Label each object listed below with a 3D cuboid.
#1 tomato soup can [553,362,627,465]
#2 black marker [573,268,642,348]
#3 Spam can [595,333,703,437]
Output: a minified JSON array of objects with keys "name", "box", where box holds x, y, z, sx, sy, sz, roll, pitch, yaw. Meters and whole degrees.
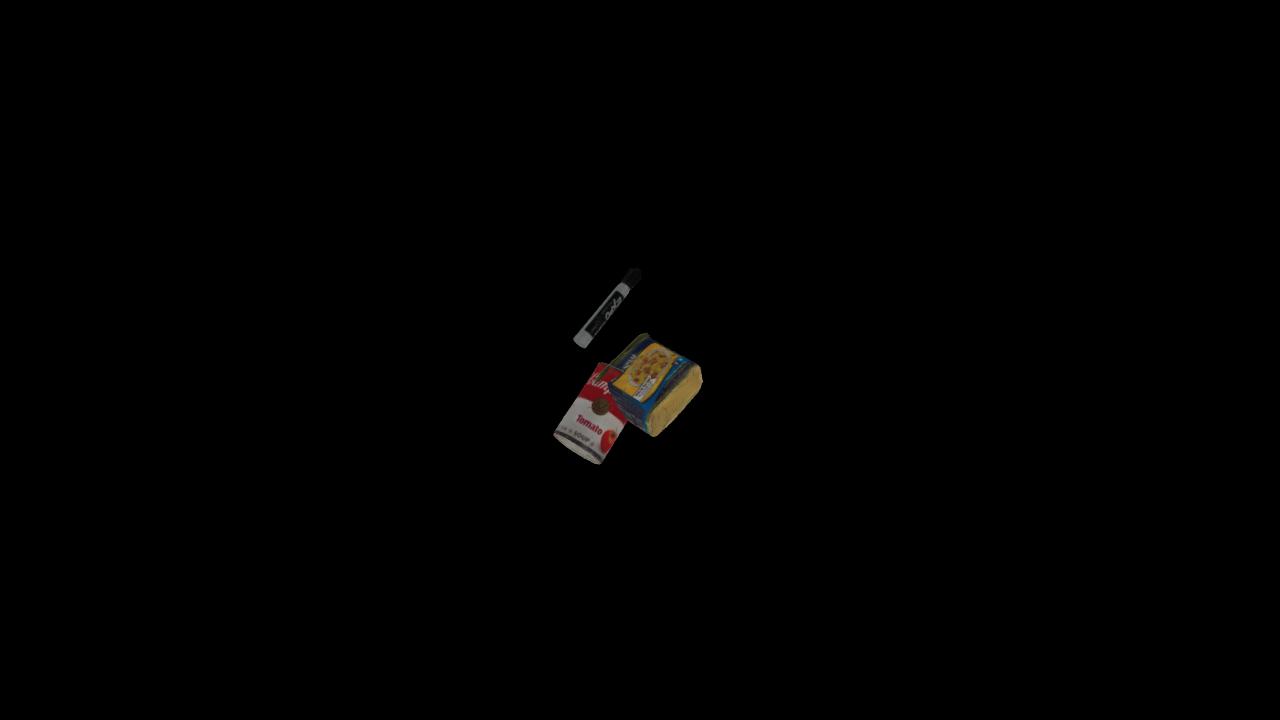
[{"name":"tomato soup can","box":[-0.048,0.063,0.722,0.068,0.101,0.068,30,-17,10]},{"name":"black marker","box":[-0.037,-0.065,0.744,0.020,0.121,0.020,34,-16,11]},{"name":"Spam can","box":[0.011,0.029,0.720,0.085,0.101,0.058,29,-28,31]}]
